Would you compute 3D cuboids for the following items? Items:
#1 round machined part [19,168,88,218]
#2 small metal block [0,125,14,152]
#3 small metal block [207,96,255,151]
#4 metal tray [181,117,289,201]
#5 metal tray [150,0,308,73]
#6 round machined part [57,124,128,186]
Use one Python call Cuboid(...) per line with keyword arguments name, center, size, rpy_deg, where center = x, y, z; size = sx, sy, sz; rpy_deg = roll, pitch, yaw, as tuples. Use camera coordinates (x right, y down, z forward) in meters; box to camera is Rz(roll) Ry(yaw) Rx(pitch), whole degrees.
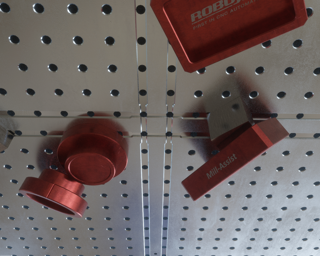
Cuboid(name="round machined part", center=(-0.153, 0.095, 0.462), size=(0.098, 0.042, 0.098), rpy_deg=(17, 153, 9))
Cuboid(name="small metal block", center=(-0.240, 0.013, 0.420), size=(0.050, 0.025, 0.050), rpy_deg=(-25, 126, 20))
Cuboid(name="small metal block", center=(0.090, -0.005, 0.391), size=(0.050, 0.050, 0.025), rpy_deg=(-30, 124, 23))
Cuboid(name="metal tray", center=(0.098, 0.041, 0.407), size=(0.129, 0.030, 0.091), rpy_deg=(-45, 162, 31))
Cuboid(name="metal tray", center=(0.067, -0.120, 0.306), size=(0.130, 0.030, 0.090), rpy_deg=(-21, 127, 17))
Cuboid(name="round machined part", center=(-0.095, 0.044, 0.437), size=(0.099, 0.042, 0.097), rpy_deg=(0, 130, 0))
